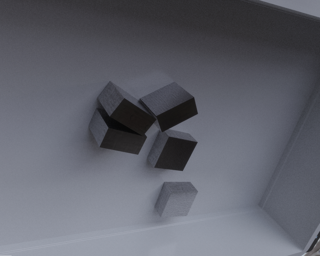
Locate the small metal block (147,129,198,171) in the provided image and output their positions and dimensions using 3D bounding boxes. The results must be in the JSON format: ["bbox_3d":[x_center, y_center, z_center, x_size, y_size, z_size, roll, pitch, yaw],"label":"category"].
[{"bbox_3d":[0.017,0.031,0.437,0.050,0.025,0.050,12,112,-34],"label":"small metal block"}]

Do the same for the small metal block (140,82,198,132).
[{"bbox_3d":[0.010,-0.027,0.381,0.050,0.050,0.025,-27,128,-11],"label":"small metal block"}]

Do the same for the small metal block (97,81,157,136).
[{"bbox_3d":[-0.039,-0.023,0.357,0.050,0.050,0.025,33,100,-38],"label":"small metal block"}]

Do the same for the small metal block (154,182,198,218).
[{"bbox_3d":[0.025,0.113,0.492,0.050,0.025,0.050,6,115,-31],"label":"small metal block"}]

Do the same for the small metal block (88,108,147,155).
[{"bbox_3d":[-0.051,0.004,0.367,0.050,0.050,0.025,15,111,-34],"label":"small metal block"}]
